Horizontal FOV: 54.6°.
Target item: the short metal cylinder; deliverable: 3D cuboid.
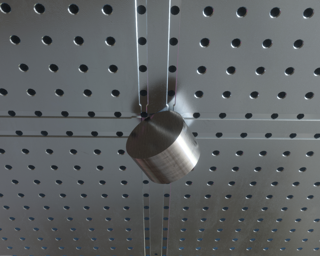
[{"bbox_3d":[0.004,0.024,0.394,0.080,0.080,0.050,-22,126,18],"label":"short metal cylinder"}]
